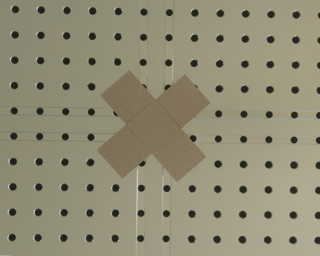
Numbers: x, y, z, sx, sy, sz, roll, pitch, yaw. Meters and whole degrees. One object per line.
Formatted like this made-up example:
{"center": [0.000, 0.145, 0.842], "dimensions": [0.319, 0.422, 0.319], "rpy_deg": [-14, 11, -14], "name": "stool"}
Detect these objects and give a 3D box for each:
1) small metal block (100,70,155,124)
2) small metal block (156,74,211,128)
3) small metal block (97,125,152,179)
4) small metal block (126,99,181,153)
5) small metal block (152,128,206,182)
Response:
{"center": [-0.042, -0.040, 0.413], "dimensions": [0.050, 0.025, 0.050], "rpy_deg": [-41, 91, 0], "name": "small metal block"}
{"center": [0.030, -0.035, 0.413], "dimensions": [0.050, 0.025, 0.050], "rpy_deg": [-41, 91, 0], "name": "small metal block"}
{"center": [-0.046, 0.031, 0.413], "dimensions": [0.050, 0.025, 0.050], "rpy_deg": [-41, 91, 0], "name": "small metal block"}
{"center": [-0.009, -0.002, 0.412], "dimensions": [0.050, 0.025, 0.050], "rpy_deg": [-41, 91, 0], "name": "small metal block"}
{"center": [0.025, 0.035, 0.414], "dimensions": [0.050, 0.025, 0.050], "rpy_deg": [-41, 91, 0], "name": "small metal block"}
